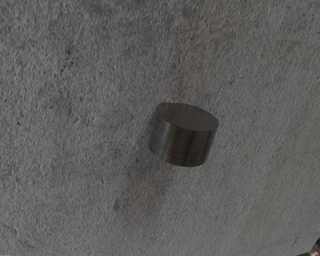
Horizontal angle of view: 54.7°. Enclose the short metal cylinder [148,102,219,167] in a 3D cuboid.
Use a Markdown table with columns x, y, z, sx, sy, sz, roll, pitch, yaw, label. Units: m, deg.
| x | y | z | sx | sy | sz | roll | pitch | yaw | label |
| --- | --- | --- | --- | --- | --- | --- | --- | --- | --- |
| 0.029 | 0.006 | 0.394 | 0.081 | 0.080 | 0.050 | -1 | 119 | -28 | short metal cylinder |
